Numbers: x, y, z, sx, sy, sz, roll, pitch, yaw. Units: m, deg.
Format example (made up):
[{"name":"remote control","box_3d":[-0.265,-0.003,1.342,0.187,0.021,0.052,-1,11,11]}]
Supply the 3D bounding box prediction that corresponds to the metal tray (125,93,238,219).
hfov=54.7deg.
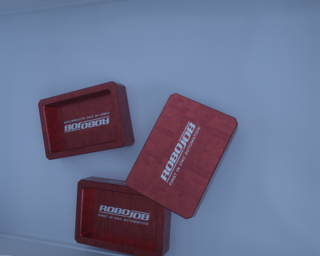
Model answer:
[{"name":"metal tray","box_3d":[0.028,0.033,0.381,0.090,0.030,0.130,25,83,18]}]

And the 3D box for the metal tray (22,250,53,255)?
[{"name":"metal tray","box_3d":[-0.156,0.247,0.464,0.130,0.030,0.089,8,93,19]}]

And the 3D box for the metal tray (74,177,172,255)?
[{"name":"metal tray","box_3d":[-0.052,0.120,0.425,0.130,0.030,0.089,4,91,19]}]

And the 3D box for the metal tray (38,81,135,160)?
[{"name":"metal tray","box_3d":[-0.108,-0.008,0.445,0.130,0.030,0.090,-11,86,19]}]
